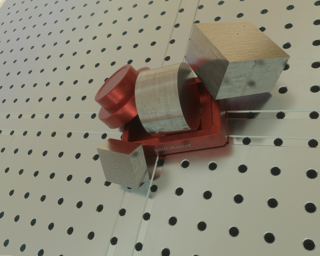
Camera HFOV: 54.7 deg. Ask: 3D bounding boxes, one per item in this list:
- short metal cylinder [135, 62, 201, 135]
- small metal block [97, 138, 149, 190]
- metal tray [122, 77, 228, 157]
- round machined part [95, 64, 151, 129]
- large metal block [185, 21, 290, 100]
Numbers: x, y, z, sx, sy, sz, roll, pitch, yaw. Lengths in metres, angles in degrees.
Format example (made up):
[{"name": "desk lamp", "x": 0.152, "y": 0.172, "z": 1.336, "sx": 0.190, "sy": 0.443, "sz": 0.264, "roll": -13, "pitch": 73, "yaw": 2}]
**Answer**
[{"name": "short metal cylinder", "x": 0.012, "y": -0.033, "z": 0.366, "sx": 0.050, "sy": 0.080, "sz": 0.080, "roll": -8, "pitch": 58, "yaw": 23}, {"name": "small metal block", "x": -0.045, "y": 0.043, "z": 0.381, "sx": 0.050, "sy": 0.050, "sz": 0.025, "roll": 8, "pitch": 31, "yaw": 32}, {"name": "metal tray", "x": 0.017, "y": -0.014, "z": 0.402, "sx": 0.130, "sy": 0.030, "sz": 0.090, "roll": -10, "pitch": 57, "yaw": 22}, {"name": "round machined part", "x": -0.051, "y": -0.049, "z": 0.425, "sx": 0.098, "sy": 0.042, "sz": 0.098, "roll": -36, "pitch": 26, "yaw": 21}, {"name": "large metal block", "x": 0.087, "y": -0.083, "z": 0.367, "sx": 0.081, "sy": 0.050, "sz": 0.080, "roll": -10, "pitch": 49, "yaw": -22}]
